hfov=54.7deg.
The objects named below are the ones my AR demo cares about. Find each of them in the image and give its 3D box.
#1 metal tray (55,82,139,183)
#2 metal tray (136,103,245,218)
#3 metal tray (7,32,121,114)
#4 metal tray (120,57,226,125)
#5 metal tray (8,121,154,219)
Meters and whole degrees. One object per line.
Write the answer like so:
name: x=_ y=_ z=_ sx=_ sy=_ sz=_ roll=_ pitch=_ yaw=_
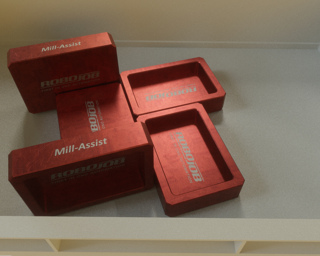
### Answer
metal tray: x=-0.079 y=0.002 z=0.396 sx=0.091 sy=0.030 sz=0.130 roll=-13 pitch=51 yaw=-12
metal tray: x=0.031 y=0.032 z=0.373 sx=0.091 sy=0.030 sz=0.130 roll=-13 pitch=51 yaw=-12
metal tray: x=-0.122 y=-0.073 z=0.418 sx=0.131 sy=0.089 sz=0.030 roll=-14 pitch=52 yaw=-12
metal tray: x=0.016 y=-0.053 z=0.445 sx=0.131 sy=0.030 sz=0.090 roll=-13 pitch=51 yaw=-12
metal tray: x=-0.073 y=0.046 z=0.320 sx=0.131 sy=0.089 sz=0.030 roll=-13 pitch=52 yaw=-12
